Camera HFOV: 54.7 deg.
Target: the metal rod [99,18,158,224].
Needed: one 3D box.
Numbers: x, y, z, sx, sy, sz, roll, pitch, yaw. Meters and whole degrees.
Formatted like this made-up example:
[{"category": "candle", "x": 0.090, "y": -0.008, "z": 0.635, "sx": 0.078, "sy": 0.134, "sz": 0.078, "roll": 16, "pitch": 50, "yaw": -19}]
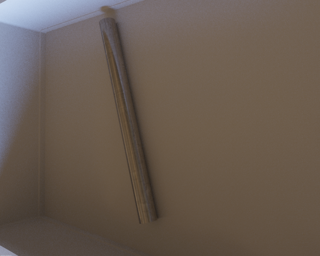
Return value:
[{"category": "metal rod", "x": -0.048, "y": -0.017, "z": 0.443, "sx": 0.025, "sy": 0.025, "sz": 0.299, "roll": -21, "pitch": 77, "yaw": 38}]
